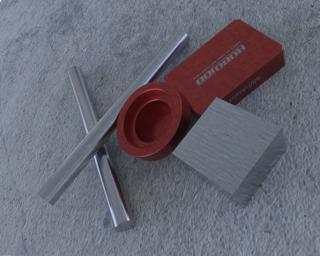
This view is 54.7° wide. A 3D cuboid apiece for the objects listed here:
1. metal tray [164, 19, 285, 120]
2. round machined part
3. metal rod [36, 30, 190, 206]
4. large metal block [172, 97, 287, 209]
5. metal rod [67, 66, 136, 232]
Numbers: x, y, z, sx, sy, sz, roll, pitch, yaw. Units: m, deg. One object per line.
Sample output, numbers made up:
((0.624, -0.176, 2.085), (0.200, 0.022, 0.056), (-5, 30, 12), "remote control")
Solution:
((0.081, -0.075, 0.403), (0.130, 0.030, 0.090), (-39, 51, 1), "metal tray")
((-0.004, -0.006, 0.389), (0.098, 0.042, 0.098), (-15, 62, 31), "round machined part")
((-0.052, -0.027, 0.422), (0.025, 0.025, 0.300), (23, 67, 36), "metal rod")
((0.075, 0.025, 0.333), (0.080, 0.050, 0.080), (32, 80, 37), "large metal block")
((-0.094, 0.007, 0.446), (0.025, 0.025, 0.300), (-33, 52, 7), "metal rod")
